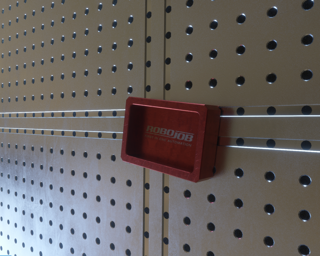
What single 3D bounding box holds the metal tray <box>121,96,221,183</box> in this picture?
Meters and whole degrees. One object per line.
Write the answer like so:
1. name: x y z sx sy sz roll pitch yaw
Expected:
1. metal tray: 0.008 0.010 0.397 0.130 0.030 0.089 10 96 39
